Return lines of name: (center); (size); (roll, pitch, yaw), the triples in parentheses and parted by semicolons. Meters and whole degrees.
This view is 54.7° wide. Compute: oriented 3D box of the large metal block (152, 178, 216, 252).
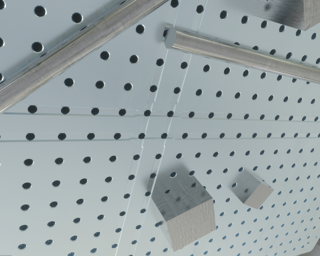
large metal block: (0.041, 0.142, 0.505); (0.081, 0.050, 0.080); (-23, 127, -15)

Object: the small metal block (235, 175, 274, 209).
small metal block: (0.179, 0.121, 0.584); (0.050, 0.025, 0.050); (28, 103, -38)

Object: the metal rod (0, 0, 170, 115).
metal rod: (-0.066, -0.094, 0.316); (0.301, 0.025, 0.025); (-36, 129, -5)

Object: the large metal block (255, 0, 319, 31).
large metal block: (0.153, -0.168, 0.355); (0.050, 0.080, 0.080); (-31, 129, -9)

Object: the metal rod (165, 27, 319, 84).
metal rod: (0.141, -0.093, 0.430); (0.302, 0.025, 0.025); (5, 116, -31)
